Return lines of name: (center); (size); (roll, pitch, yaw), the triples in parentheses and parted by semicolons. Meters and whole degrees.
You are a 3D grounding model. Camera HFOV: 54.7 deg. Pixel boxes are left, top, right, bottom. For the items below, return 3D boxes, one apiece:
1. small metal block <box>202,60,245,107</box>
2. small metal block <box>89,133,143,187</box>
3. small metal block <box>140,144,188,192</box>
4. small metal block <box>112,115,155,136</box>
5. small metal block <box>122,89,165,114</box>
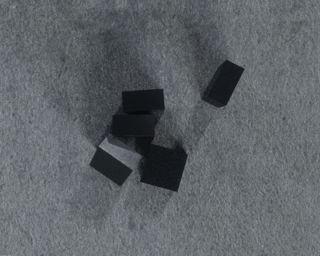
small metal block: (0.080, -0.055, 0.399); (0.025, 0.050, 0.050); (27, 90, 0)
small metal block: (-0.057, 0.042, 0.395); (0.050, 0.050, 0.025); (35, 48, -1)
small metal block: (0.005, 0.052, 0.410); (0.050, 0.025, 0.050); (16, 90, -1)
small metal block: (-0.032, -0.002, 0.396); (0.050, 0.050, 0.025); (0, 86, 0)
small metal block: (-0.020, -0.033, 0.397); (0.050, 0.050, 0.025); (-4, 90, -1)
